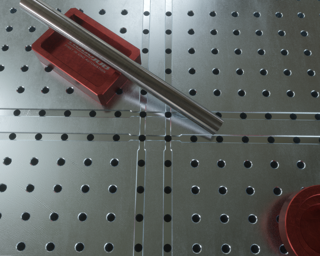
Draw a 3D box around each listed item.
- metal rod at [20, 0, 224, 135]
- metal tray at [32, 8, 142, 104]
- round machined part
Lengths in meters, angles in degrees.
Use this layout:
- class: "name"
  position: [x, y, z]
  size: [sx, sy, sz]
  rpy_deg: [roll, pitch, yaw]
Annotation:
- class: "metal rod"
  position: [-0.048, -0.083, 0.408]
  size: [0.301, 0.025, 0.025]
  rpy_deg: [33, 73, -2]
- class: "metal tray"
  position: [-0.104, -0.106, 0.446]
  size: [0.130, 0.030, 0.090]
  rpy_deg: [35, 73, 11]
- class: "round machined part"
  position: [0.188, 0.118, 0.362]
  size: [0.099, 0.042, 0.098]
  rpy_deg: [0, 70, -1]
